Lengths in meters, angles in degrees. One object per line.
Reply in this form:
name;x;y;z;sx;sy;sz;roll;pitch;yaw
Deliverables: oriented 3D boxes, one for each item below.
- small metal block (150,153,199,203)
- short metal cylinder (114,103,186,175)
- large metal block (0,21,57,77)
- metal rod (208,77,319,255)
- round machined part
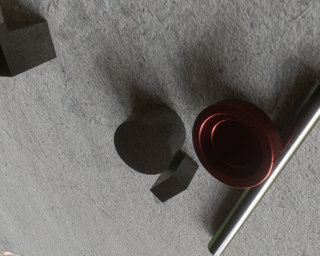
small metal block;0.020;0.068;0.421;0.025;0.050;0.050;47;129;-5
short metal cylinder;-0.012;0.014;0.405;0.080;0.050;0.079;13;124;20
large metal block;-0.201;-0.107;0.409;0.080;0.080;0.050;7;122;24
metal rod;0.123;0.071;0.385;0.025;0.025;0.298;27;128;11
round machined part;0.088;0.014;0.345;0.098;0.042;0.097;22;124;37
